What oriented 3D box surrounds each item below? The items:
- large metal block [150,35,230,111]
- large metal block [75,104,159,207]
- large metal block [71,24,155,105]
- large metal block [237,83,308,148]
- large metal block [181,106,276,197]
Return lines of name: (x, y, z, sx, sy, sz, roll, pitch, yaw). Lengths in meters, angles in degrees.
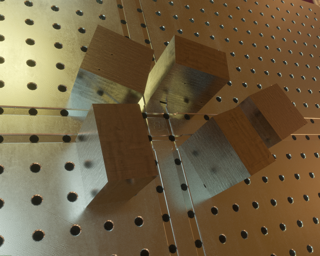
large metal block: (0.039, -0.074, 0.438, 0.081, 0.080, 0.050, 13, 56, -21)
large metal block: (-0.050, 0.029, 0.328, 0.050, 0.080, 0.080, -2, 63, -29)
large metal block: (-0.060, -0.075, 0.405, 0.080, 0.050, 0.080, 21, 54, -16)
large metal block: (0.172, -0.016, 0.494, 0.081, 0.050, 0.080, -24, 75, -36)
large metal block: (0.084, 0.031, 0.398, 0.050, 0.080, 0.080, -20, 73, -35)
